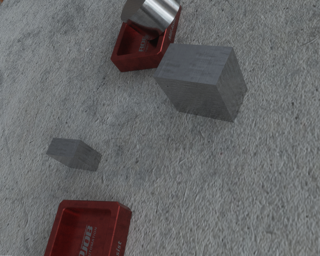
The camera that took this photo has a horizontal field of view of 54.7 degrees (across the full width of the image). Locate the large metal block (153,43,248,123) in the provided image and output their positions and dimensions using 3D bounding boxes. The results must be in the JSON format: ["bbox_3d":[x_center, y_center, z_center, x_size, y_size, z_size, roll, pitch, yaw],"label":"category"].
[{"bbox_3d":[0.051,-0.054,0.375,0.080,0.080,0.050,14,69,33],"label":"large metal block"}]

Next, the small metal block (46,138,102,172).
[{"bbox_3d":[-0.117,0.037,0.427,0.050,0.050,0.025,3,63,29],"label":"small metal block"}]

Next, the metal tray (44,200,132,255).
[{"bbox_3d":[-0.089,0.151,0.354,0.090,0.030,0.130,-5,59,25],"label":"metal tray"}]

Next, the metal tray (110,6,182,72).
[{"bbox_3d":[-0.021,-0.156,0.507,0.090,0.030,0.130,-2,61,27],"label":"metal tray"}]

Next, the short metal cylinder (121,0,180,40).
[{"bbox_3d":[-0.015,-0.183,0.474,0.080,0.050,0.080,-34,41,35],"label":"short metal cylinder"}]
